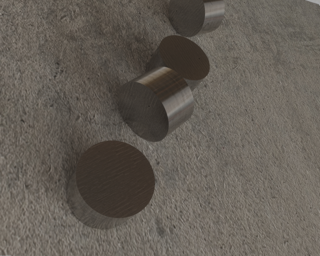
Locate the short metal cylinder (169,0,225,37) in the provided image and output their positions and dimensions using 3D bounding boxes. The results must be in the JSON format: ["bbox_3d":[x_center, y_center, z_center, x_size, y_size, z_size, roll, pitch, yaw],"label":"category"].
[{"bbox_3d":[0.061,-0.198,0.522,0.050,0.080,0.080,-25,76,-37],"label":"short metal cylinder"}]

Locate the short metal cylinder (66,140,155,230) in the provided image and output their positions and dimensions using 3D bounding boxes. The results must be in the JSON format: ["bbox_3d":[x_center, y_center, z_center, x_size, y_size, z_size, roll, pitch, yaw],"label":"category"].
[{"bbox_3d":[-0.052,0.060,0.323,0.081,0.050,0.080,14,56,-21],"label":"short metal cylinder"}]

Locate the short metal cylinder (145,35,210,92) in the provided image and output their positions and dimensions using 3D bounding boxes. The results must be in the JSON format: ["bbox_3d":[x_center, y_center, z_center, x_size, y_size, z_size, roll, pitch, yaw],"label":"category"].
[{"bbox_3d":[0.025,-0.088,0.455,0.081,0.050,0.080,14,56,-21],"label":"short metal cylinder"}]

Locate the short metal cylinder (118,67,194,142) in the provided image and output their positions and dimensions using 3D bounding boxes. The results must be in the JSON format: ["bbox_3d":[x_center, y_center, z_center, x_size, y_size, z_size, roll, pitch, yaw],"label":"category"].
[{"bbox_3d":[-0.005,-0.030,0.383,0.080,0.080,0.050,49,51,6],"label":"short metal cylinder"}]
